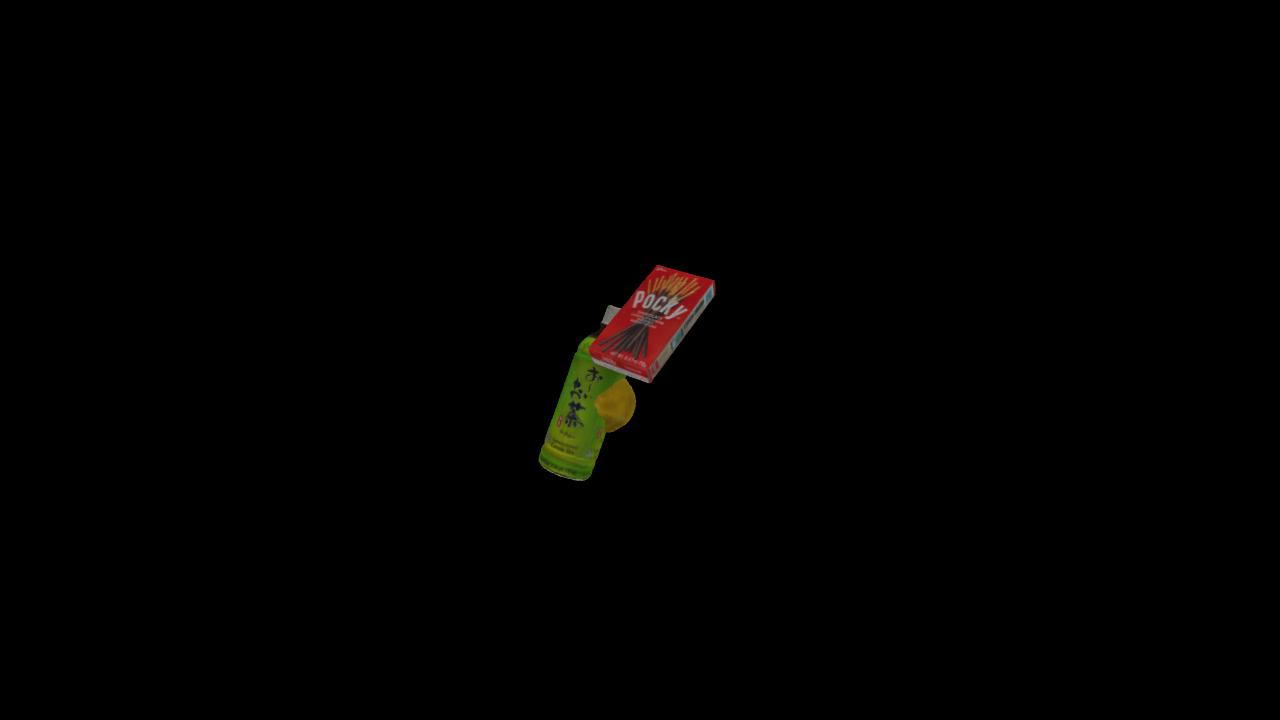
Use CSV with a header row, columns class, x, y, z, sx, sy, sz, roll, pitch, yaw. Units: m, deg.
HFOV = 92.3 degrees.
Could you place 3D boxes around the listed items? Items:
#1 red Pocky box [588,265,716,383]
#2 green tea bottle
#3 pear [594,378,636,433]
class,x,y,z,sx,sy,sz,roll,pitch,yaw
red Pocky box,0.016,-0.046,0.711,0.083,0.155,0.028,19,-34,29
green tea bottle,-0.060,0.037,0.749,0.073,0.212,0.073,17,2,0
pear,-0.046,0.033,0.769,0.080,0.111,0.080,-4,-40,-3
